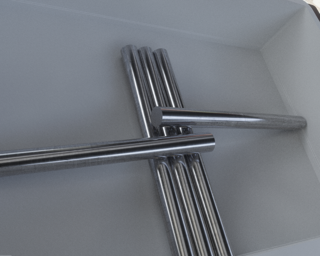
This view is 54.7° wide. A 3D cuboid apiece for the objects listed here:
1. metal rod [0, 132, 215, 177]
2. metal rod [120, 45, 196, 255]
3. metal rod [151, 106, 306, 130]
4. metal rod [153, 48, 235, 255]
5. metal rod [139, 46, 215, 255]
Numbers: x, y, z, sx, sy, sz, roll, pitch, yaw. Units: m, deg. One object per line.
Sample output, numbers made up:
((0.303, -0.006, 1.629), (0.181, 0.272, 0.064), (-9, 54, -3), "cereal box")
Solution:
((-0.076, 0.028, 0.326), (0.303, 0.025, 0.025), (-4, 64, -24), "metal rod")
((-0.008, 0.019, 0.390), (0.025, 0.025, 0.299), (-1, 62, -29), "metal rod")
((0.120, -0.011, 0.455), (0.302, 0.025, 0.025), (1, 61, -35), "metal rod")
((0.036, 0.018, 0.414), (0.025, 0.025, 0.299), (-1, 62, -29), "metal rod")
((0.014, 0.018, 0.402), (0.025, 0.025, 0.299), (-1, 62, -29), "metal rod")
